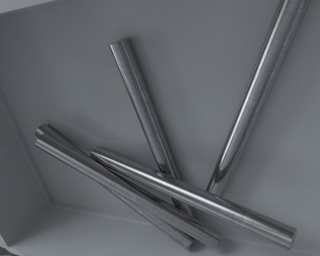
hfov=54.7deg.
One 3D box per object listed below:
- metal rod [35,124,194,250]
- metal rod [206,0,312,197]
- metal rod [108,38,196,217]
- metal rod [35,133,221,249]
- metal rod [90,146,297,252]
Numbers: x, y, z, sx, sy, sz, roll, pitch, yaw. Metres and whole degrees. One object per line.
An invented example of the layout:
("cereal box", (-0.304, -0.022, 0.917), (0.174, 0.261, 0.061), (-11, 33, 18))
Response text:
("metal rod", (-0.076, 0.085, 0.484), (0.300, 0.025, 0.025), (34, 129, 12))
("metal rod", (0.100, -0.025, 0.340), (0.025, 0.025, 0.298), (23, 127, 14))
("metal rod", (-0.001, 0.026, 0.425), (0.025, 0.025, 0.299), (-7, 115, 31))
("metal rod", (-0.052, 0.088, 0.455), (0.301, 0.025, 0.025), (28, 128, 9))
("metal rod", (0.020, 0.079, 0.405), (0.300, 0.025, 0.025), (18, 127, 33))
